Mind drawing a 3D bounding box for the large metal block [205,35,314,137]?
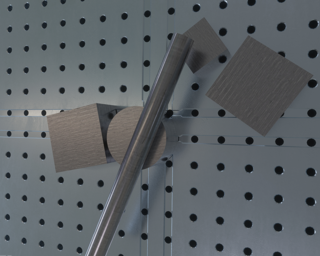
[{"bbox_3d":[0.113,-0.046,0.359,0.080,0.050,0.080,38,102,16],"label":"large metal block"}]

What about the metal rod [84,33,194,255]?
[{"bbox_3d":[-0.029,0.034,0.369,0.025,0.025,0.298,25,98,18],"label":"metal rod"}]

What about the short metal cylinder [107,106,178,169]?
[{"bbox_3d":[-0.022,0.012,0.407,0.080,0.050,0.079,0,90,20],"label":"short metal cylinder"}]

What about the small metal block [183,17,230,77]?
[{"bbox_3d":[0.052,-0.102,0.394,0.050,0.025,0.050,-36,79,16],"label":"small metal block"}]

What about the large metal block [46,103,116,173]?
[{"bbox_3d":[-0.104,0.014,0.436,0.080,0.050,0.080,-12,86,19],"label":"large metal block"}]
